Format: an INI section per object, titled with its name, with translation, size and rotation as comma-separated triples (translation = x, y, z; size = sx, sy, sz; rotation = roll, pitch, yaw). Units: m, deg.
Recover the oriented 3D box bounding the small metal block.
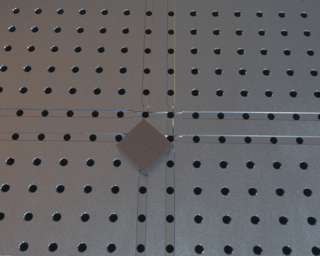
[small metal block]
translation = -0.020, 0.025, 0.403
size = 0.050, 0.025, 0.050
rotation = 41, 75, 13
